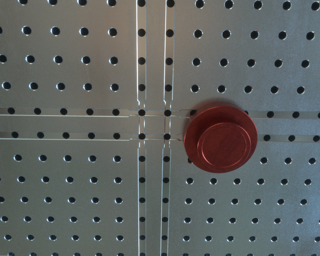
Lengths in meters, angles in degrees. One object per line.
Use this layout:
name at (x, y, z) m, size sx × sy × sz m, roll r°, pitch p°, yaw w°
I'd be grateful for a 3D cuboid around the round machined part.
round machined part at (0.082, 0.018, 0.412) m, size 0.099 × 0.042 × 0.097 m, roll 0°, pitch 110°, yaw -1°
